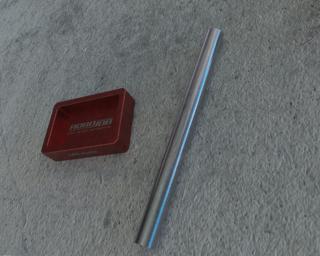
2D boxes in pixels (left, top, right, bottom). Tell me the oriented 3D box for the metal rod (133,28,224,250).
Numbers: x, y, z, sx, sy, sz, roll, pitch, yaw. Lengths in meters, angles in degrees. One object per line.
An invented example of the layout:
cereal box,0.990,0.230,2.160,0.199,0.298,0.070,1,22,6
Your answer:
metal rod,0.031,-0.003,0.388,0.025,0.025,0.300,7,65,31

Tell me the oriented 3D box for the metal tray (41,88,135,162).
metal tray,-0.105,-0.003,0.455,0.130,0.030,0.090,-9,58,23
